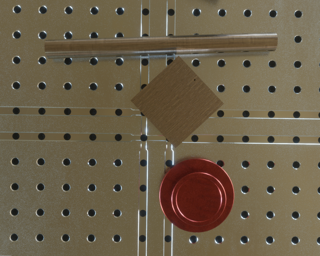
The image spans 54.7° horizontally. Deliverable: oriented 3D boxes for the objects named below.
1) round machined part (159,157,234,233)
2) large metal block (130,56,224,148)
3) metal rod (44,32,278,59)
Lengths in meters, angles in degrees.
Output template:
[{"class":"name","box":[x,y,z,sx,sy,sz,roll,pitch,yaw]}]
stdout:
[{"class":"round machined part","box":[0.048,0.089,0.405,0.099,0.042,0.097,0,90,0]},{"class":"large metal block","box":[0.021,-0.032,0.401,0.080,0.050,0.080,-43,90,0]},{"class":"metal rod","box":[0.002,-0.110,0.413,0.302,0.025,0.025,-2,90,0]}]
